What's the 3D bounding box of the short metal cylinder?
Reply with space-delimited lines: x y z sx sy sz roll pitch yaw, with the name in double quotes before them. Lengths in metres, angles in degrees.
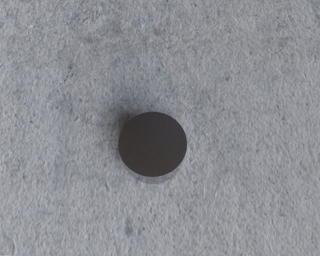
"short metal cylinder" -0.009 0.026 0.385 0.081 0.050 0.080 0 70 0
